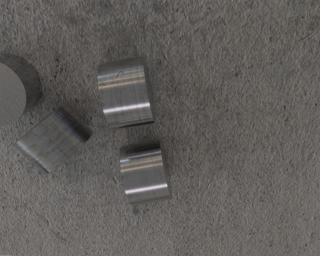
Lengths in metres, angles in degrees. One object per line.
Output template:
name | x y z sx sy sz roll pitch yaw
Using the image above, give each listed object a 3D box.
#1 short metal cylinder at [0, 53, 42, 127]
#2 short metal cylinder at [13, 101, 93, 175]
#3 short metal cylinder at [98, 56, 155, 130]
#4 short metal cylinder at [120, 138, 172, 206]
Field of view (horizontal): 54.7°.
short metal cylinder | -0.194 -0.047 0.377 0.081 0.050 0.079 0 110 0
short metal cylinder | -0.131 0.012 0.383 0.080 0.080 0.050 -36 106 12
short metal cylinder | -0.037 -0.041 0.365 0.050 0.080 0.079 -9 110 3
short metal cylinder | -0.016 0.057 0.401 0.050 0.080 0.080 -11 110 4
